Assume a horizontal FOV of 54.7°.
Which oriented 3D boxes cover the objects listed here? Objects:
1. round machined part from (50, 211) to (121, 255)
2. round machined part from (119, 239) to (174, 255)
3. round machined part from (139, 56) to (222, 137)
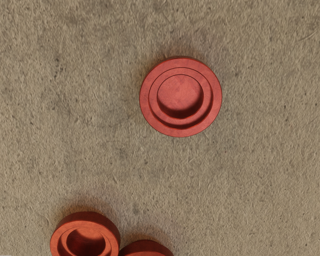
[{"bbox_3d":[-0.108,0.164,0.460,0.099,0.042,0.097,0,110,0],"label":"round machined part"},{"bbox_3d":[-0.024,0.213,0.477,0.099,0.042,0.097,-1,111,-2],"label":"round machined part"},{"bbox_3d":[0.025,-0.041,0.386,0.099,0.042,0.097,0,110,0],"label":"round machined part"}]
